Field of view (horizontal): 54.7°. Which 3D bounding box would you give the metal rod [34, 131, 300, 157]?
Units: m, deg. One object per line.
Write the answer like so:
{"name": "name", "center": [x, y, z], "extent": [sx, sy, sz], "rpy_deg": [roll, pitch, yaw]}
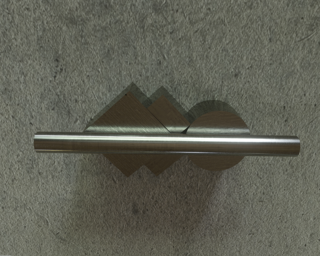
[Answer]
{"name": "metal rod", "center": [0.009, 0.019, 0.363], "extent": [0.302, 0.025, 0.025], "rpy_deg": [1, 110, -1]}

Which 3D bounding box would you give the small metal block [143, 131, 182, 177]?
{"name": "small metal block", "center": [0.006, 0.029, 0.409], "extent": [0.050, 0.050, 0.025], "rpy_deg": [-40, 106, 13]}

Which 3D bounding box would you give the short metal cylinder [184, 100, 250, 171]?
{"name": "short metal cylinder", "center": [0.070, 0.008, 0.401], "extent": [0.081, 0.050, 0.079], "rpy_deg": [0, 110, 0]}

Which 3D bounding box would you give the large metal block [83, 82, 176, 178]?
{"name": "large metal block", "center": [-0.038, 0.002, 0.396], "extent": [0.080, 0.050, 0.080], "rpy_deg": [-40, 106, 13]}

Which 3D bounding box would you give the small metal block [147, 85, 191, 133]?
{"name": "small metal block", "center": [0.011, -0.022, 0.390], "extent": [0.025, 0.050, 0.050], "rpy_deg": [-41, 106, 13]}
